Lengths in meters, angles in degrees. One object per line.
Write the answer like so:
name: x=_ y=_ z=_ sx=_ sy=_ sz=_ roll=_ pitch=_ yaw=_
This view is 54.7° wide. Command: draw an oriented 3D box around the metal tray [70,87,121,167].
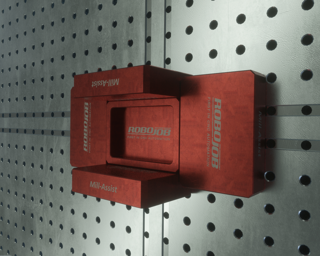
metal tray: x=-0.102 y=-0.001 z=0.487 sx=0.090 sy=0.030 sz=0.129 roll=1 pitch=91 yaw=39

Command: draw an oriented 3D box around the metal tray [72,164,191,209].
metal tray: x=-0.037 y=0.068 z=0.394 sx=0.130 sy=0.091 sz=0.030 roll=1 pitch=91 yaw=39

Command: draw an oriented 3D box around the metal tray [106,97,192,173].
metal tray: x=-0.018 y=0.007 z=0.416 sx=0.130 sy=0.030 sz=0.089 roll=1 pitch=91 yaw=39

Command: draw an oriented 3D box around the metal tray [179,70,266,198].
metal tray: x=0.068 y=0.005 z=0.347 sx=0.090 sy=0.030 sz=0.129 roll=1 pitch=91 yaw=38

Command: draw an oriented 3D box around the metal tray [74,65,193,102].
metal tray: x=-0.035 y=-0.052 z=0.394 sx=0.130 sy=0.091 sz=0.030 roll=1 pitch=91 yaw=39
